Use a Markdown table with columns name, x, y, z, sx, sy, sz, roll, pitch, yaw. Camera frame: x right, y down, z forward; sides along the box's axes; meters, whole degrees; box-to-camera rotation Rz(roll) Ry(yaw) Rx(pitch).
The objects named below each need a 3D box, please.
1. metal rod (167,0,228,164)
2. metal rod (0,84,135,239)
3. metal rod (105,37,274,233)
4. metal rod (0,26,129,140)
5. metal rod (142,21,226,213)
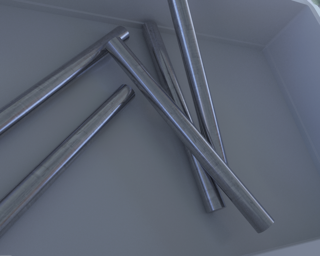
| name | x | y | z | sx | sy | sz | roll | pitch | yaw |
| --- | --- | --- | --- | --- | --- | --- | --- | --- | --- |
| metal rod | 0.044 | -0.083 | 0.403 | 0.025 | 0.025 | 0.298 | -18 | 95 | -35 |
| metal rod | -0.115 | 0.045 | 0.315 | 0.025 | 0.025 | 0.301 | 39 | 51 | -2 |
| metal rod | 0.031 | 0.001 | 0.389 | 0.025 | 0.025 | 0.300 | -32 | 78 | -38 |
| metal rod | -0.129 | -0.049 | 0.365 | 0.025 | 0.025 | 0.301 | 40 | 51 | -1 |
| metal rod | 0.026 | -0.030 | 0.437 | 0.025 | 0.025 | 0.299 | -4 | 64 | -30 |
